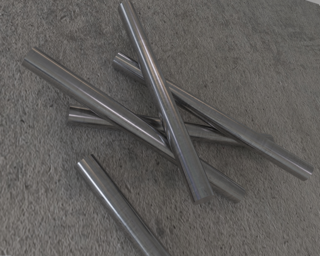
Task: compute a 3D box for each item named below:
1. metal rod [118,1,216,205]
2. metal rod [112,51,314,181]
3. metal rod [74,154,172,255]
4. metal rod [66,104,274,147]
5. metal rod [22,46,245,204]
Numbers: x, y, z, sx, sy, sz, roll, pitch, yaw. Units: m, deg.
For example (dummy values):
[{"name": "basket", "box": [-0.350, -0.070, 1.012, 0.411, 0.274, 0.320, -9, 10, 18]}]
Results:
[{"name": "metal rod", "box": [-0.002, -0.050, 0.387, 0.025, 0.025, 0.299, -4, 59, -30]}, {"name": "metal rod", "box": [0.069, -0.018, 0.422, 0.301, 0.025, 0.025, 31, 51, 3]}, {"name": "metal rod", "box": [0.012, 0.151, 0.317, 0.025, 0.025, 0.300, -33, 81, -38]}, {"name": "metal rod", "box": [0.031, 0.003, 0.418, 0.302, 0.025, 0.025, 8, 58, -24]}, {"name": "metal rod", "box": [-0.017, 0.006, 0.365, 0.301, 0.025, 0.025, 34, 51, -16]}]
